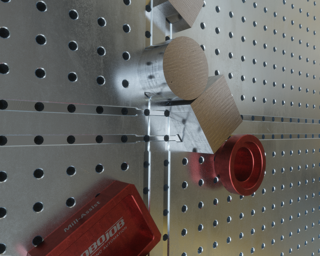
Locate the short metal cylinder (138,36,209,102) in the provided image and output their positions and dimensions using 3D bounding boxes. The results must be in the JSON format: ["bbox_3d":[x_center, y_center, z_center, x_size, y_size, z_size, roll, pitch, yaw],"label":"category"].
[{"bbox_3d":[0.018,-0.075,0.408,0.081,0.050,0.080,0,90,-40],"label":"short metal cylinder"}]

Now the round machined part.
[{"bbox_3d":[0.127,0.058,0.504,0.099,0.042,0.097,0,90,-40],"label":"round machined part"}]

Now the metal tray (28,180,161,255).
[{"bbox_3d":[-0.066,0.133,0.350,0.131,0.030,0.090,-38,113,-33],"label":"metal tray"}]

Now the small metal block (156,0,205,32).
[{"bbox_3d":[0.030,-0.173,0.433,0.050,0.025,0.050,39,66,-33],"label":"small metal block"}]

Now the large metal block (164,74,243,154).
[{"bbox_3d":[0.065,-0.020,0.447,0.080,0.050,0.080,-42,116,-32],"label":"large metal block"}]
